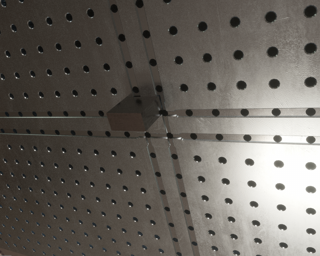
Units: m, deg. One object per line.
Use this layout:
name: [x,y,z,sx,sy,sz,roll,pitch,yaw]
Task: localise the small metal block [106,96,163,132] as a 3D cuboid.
small metal block: [-0.032,-0.019,0.399,0.050,0.050,0.025,1,119,27]
